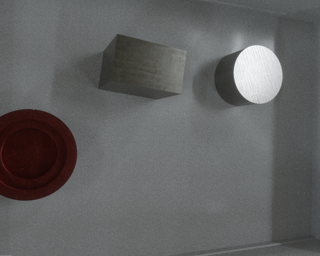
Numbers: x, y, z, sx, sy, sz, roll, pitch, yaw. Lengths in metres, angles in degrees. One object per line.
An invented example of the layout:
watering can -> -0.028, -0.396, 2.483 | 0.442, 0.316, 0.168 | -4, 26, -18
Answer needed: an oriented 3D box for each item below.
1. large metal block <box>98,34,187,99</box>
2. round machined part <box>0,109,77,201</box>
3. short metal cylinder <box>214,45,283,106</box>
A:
large metal block -> -0.024, -0.069, 0.373 | 0.081, 0.080, 0.050 | 8, 87, -20
round machined part -> -0.146, 0.028, 0.348 | 0.099, 0.042, 0.097 | 0, 90, -21
short metal cylinder -> 0.126, -0.073, 0.445 | 0.081, 0.050, 0.079 | 0, 90, -21
